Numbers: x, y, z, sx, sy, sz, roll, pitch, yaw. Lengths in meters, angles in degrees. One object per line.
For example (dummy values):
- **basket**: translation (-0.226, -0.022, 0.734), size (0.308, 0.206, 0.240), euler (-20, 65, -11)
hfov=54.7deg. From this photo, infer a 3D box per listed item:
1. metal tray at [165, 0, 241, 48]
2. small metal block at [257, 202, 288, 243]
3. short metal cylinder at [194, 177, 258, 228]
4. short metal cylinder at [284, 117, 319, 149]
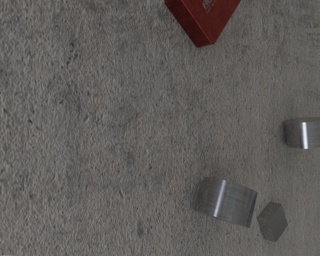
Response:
- **metal tray**: translation (0.071, -0.196, 0.461), size (0.090, 0.030, 0.130), euler (46, 63, -30)
- **small metal block**: translation (0.212, 0.176, 0.582), size (0.050, 0.025, 0.050), euler (-34, 111, -35)
- **short metal cylinder**: translation (0.095, 0.108, 0.449), size (0.080, 0.080, 0.050), euler (29, 72, -36)
- **short metal cylinder**: translation (0.291, 0.008, 0.612), size (0.081, 0.080, 0.050), euler (-12, 98, -39)
